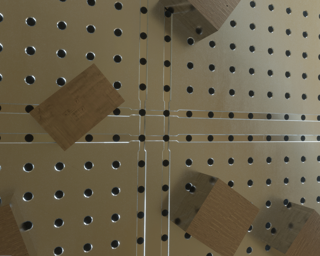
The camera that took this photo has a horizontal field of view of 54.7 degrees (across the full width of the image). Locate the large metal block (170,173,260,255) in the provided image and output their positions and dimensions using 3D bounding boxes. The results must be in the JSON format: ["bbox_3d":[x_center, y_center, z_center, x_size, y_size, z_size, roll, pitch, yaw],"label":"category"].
[{"bbox_3d":[0.076,0.121,0.429,0.080,0.050,0.080,38,78,-17],"label":"large metal block"}]

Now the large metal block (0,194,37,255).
[{"bbox_3d":[-0.187,0.128,0.331,0.081,0.050,0.080,-20,97,-19],"label":"large metal block"}]

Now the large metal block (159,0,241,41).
[{"bbox_3d":[0.060,-0.182,0.423,0.080,0.050,0.080,40,77,-16],"label":"large metal block"}]

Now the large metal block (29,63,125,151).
[{"bbox_3d":[-0.095,-0.022,0.349,0.080,0.080,0.050,-42,104,-15],"label":"large metal block"}]

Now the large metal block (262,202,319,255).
[{"bbox_3d":[0.223,0.177,0.484,0.080,0.050,0.080,44,76,-15],"label":"large metal block"}]
